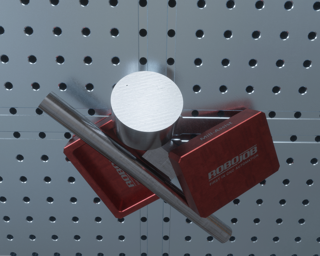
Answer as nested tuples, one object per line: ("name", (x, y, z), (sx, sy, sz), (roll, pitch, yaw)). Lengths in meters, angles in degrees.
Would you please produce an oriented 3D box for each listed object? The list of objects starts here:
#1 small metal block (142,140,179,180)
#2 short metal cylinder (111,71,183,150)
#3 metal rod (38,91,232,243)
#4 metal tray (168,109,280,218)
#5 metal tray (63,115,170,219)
("small metal block", (0.005, 0.033, 0.407), (0.050, 0.050, 0.025), (39, 106, -13))
("short metal cylinder", (-0.017, -0.020, 0.366), (0.081, 0.080, 0.050), (8, 152, -3))
("metal rod", (-0.021, 0.058, 0.399), (0.301, 0.025, 0.025), (39, 105, -14))
("metal tray", (0.085, 0.043, 0.396), (0.131, 0.030, 0.090), (-28, 110, -16))
("metal tray", (-0.055, 0.053, 0.425), (0.090, 0.030, 0.130), (-30, 108, 10))
